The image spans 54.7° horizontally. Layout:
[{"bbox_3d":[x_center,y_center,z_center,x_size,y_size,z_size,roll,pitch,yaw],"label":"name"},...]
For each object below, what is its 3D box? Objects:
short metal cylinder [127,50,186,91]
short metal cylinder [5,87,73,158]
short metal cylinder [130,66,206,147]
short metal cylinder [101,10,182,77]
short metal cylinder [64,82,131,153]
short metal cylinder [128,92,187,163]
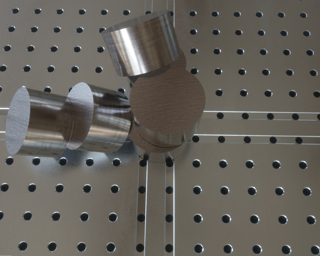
[{"bbox_3d":[-0.006,-0.076,0.425,0.081,0.050,0.080,0,70,0],"label":"short metal cylinder"},{"bbox_3d":[-0.148,-0.005,0.376,0.050,0.080,0.080,11,63,-42],"label":"short metal cylinder"},{"bbox_3d":[0.008,-0.023,0.352,0.081,0.050,0.080,0,70,0],"label":"short metal cylinder"},{"bbox_3d":[-0.021,-0.099,0.358,0.080,0.080,0.050,-22,115,-8],"label":"short metal cylinder"},{"bbox_3d":[-0.079,-0.011,0.378,0.050,0.080,0.080,11,63,-41],"label":"short metal cylinder"},{"bbox_3d":[-0.001,0.000,0.398,0.081,0.050,0.080,0,70,0],"label":"short metal cylinder"}]
